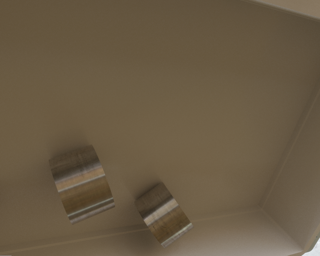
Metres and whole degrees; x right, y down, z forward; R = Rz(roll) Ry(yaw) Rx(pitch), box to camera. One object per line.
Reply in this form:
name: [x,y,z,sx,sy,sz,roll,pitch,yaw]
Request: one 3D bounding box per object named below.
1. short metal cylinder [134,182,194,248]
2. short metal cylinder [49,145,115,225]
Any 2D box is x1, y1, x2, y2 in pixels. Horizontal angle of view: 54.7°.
short metal cylinder: [0.006,0.126,0.454,0.050,0.080,0.080,-35,129,-6]
short metal cylinder: [-0.091,0.065,0.363,0.050,0.080,0.080,-20,126,-17]
